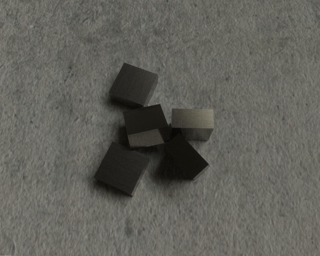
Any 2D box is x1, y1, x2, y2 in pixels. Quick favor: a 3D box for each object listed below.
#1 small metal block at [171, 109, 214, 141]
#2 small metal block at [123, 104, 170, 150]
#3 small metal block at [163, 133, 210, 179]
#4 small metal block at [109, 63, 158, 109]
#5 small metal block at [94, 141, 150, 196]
[{"bbox_3d":[0.039,-0.003,0.396,0.050,0.050,0.025,1,70,0],"label":"small metal block"},{"bbox_3d":[-0.018,-0.002,0.397,0.050,0.025,0.050,-12,39,-5],"label":"small metal block"},{"bbox_3d":[0.034,0.036,0.380,0.025,0.050,0.050,-43,76,0],"label":"small metal block"},{"bbox_3d":[-0.036,-0.056,0.428,0.050,0.025,0.050,21,71,7],"label":"small metal block"},{"bbox_3d":[-0.047,0.052,0.389,0.050,0.025,0.050,23,71,7],"label":"small metal block"}]
